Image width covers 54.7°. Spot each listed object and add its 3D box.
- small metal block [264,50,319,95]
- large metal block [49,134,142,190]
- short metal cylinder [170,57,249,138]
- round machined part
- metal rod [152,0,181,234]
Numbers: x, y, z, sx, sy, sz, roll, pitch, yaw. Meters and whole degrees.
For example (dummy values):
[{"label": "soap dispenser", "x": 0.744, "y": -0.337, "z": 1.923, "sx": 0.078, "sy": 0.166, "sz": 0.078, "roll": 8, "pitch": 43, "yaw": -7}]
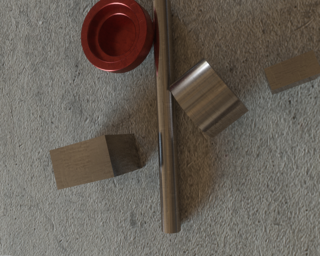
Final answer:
[{"label": "small metal block", "x": 0.146, "y": -0.060, "z": 0.344, "sx": 0.050, "sy": 0.050, "sz": 0.025, "roll": -20, "pitch": 84, "yaw": 18}, {"label": "large metal block", "x": -0.081, "y": 0.042, "z": 0.407, "sx": 0.080, "sy": 0.080, "sz": 0.050, "roll": -15, "pitch": 85, "yaw": 19}, {"label": "short metal cylinder", "x": 0.057, "y": -0.035, "z": 0.359, "sx": 0.050, "sy": 0.080, "sz": 0.080, "roll": -40, "pitch": 78, "yaw": 15}, {"label": "round machined part", "x": -0.053, "y": -0.122, "z": 0.416, "sx": 0.098, "sy": 0.042, "sz": 0.097, "roll": 0, "pitch": 90, "yaw": 22}, {"label": "metal rod", "x": 0.008, "y": -0.016, "z": 0.405, "sx": 0.025, "sy": 0.025, "sz": 0.298, "roll": -3, "pitch": 89, "yaw": 19}]
